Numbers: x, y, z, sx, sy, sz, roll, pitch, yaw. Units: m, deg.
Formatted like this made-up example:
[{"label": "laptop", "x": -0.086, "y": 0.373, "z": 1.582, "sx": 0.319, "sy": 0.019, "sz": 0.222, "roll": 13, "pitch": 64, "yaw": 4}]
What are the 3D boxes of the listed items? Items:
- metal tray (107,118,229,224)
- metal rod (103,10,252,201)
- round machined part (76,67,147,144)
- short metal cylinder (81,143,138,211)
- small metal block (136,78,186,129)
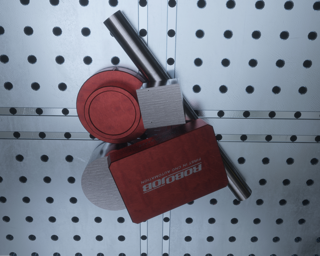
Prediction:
[{"label": "metal tray", "x": 0.011, "y": 0.053, "z": 0.385, "sx": 0.131, "sy": 0.030, "sz": 0.090, "roll": -21, "pitch": 110, "yaw": -6}, {"label": "metal rod", "x": 0.032, "y": -0.017, "z": 0.403, "sx": 0.025, "sy": 0.025, "sz": 0.300, "roll": -35, "pitch": 107, "yaw": 12}, {"label": "round machined part", "x": -0.057, "y": -0.024, "z": 0.390, "sx": 0.099, "sy": 0.042, "sz": 0.097, "roll": 0, "pitch": 110, "yaw": 1}, {"label": "short metal cylinder", "x": -0.060, "y": 0.063, "z": 0.418, "sx": 0.081, "sy": 0.050, "sz": 0.079, "roll": 0, "pitch": 110, "yaw": 0}, {"label": "small metal block", "x": 0.003, "y": -0.030, "z": 0.373, "sx": 0.050, "sy": 0.025, "sz": 0.050, "roll": -8, "pitch": 113, "yaw": 8}]
